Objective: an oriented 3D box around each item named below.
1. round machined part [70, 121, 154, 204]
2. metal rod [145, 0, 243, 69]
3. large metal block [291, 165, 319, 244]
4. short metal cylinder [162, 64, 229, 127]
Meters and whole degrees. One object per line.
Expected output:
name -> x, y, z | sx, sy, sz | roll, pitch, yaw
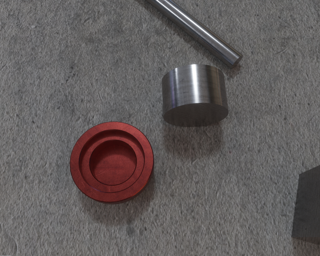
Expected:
round machined part -> -0.056, 0.044, 0.382 | 0.099, 0.042, 0.098 | 0, 70, 0
metal rod -> 0.003, -0.193, 0.478 | 0.300, 0.025, 0.025 | 43, 75, 14
large metal block -> 0.194, 0.089, 0.348 | 0.050, 0.080, 0.080 | 15, 71, 5
short metal cylinder -> 0.043, -0.038, 0.393 | 0.081, 0.080, 0.050 | -2, 70, -1
